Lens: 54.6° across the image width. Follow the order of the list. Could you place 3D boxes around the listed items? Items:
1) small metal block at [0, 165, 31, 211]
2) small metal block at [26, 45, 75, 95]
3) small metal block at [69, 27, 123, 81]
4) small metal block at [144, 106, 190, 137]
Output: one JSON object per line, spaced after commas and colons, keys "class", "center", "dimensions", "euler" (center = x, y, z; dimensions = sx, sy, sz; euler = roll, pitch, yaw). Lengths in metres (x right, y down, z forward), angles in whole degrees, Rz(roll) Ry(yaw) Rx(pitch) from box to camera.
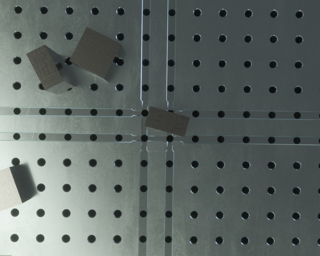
{"class": "small metal block", "center": [-0.210, 0.082, 0.412], "dimensions": [0.050, 0.025, 0.050], "euler": [-20, 90, 0]}
{"class": "small metal block", "center": [-0.139, -0.073, 0.400], "dimensions": [0.025, 0.050, 0.050], "euler": [-27, 90, 0]}
{"class": "small metal block", "center": [-0.084, -0.098, 0.413], "dimensions": [0.050, 0.025, 0.050], "euler": [27, 90, 0]}
{"class": "small metal block", "center": [0.009, -0.008, 0.401], "dimensions": [0.050, 0.050, 0.025], "euler": [16, 90, 0]}
